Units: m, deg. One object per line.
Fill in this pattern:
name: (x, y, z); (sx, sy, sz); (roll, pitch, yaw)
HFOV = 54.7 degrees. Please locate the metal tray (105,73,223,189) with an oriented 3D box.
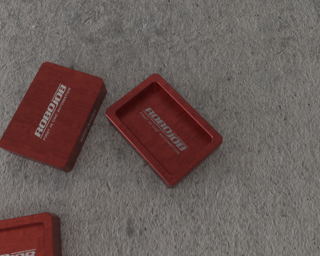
metal tray: (0.004, 0.002, 0.404); (0.090, 0.030, 0.130); (-40, 75, -13)

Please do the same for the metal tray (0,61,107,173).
metal tray: (-0.137, -0.017, 0.410); (0.090, 0.030, 0.130); (18, 71, 6)

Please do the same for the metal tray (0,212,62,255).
metal tray: (-0.180, 0.152, 0.348); (0.131, 0.030, 0.090); (-9, 70, -4)
